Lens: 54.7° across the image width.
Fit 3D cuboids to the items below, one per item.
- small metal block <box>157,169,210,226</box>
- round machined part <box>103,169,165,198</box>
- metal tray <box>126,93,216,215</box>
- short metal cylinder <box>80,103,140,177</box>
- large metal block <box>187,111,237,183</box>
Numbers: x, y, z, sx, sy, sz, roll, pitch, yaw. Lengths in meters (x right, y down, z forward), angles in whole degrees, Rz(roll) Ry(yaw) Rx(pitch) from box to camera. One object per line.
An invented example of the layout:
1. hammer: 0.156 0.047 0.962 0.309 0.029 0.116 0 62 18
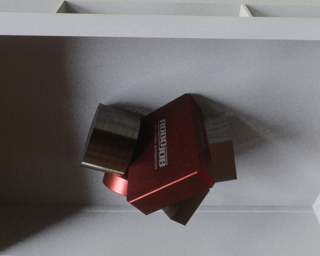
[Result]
1. small metal block: 0.023 0.078 0.368 0.025 0.050 0.050 35 90 -34
2. round machined part: -0.025 0.065 0.427 0.099 0.098 0.042 16 93 -14
3. metal tray: 0.009 0.025 0.359 0.090 0.130 0.030 -28 126 21
4. short metal cylinder: -0.062 0.015 0.382 0.050 0.080 0.079 18 128 -15
5. large metal block: 0.054 0.031 0.408 0.080 0.050 0.080 -11 134 9
